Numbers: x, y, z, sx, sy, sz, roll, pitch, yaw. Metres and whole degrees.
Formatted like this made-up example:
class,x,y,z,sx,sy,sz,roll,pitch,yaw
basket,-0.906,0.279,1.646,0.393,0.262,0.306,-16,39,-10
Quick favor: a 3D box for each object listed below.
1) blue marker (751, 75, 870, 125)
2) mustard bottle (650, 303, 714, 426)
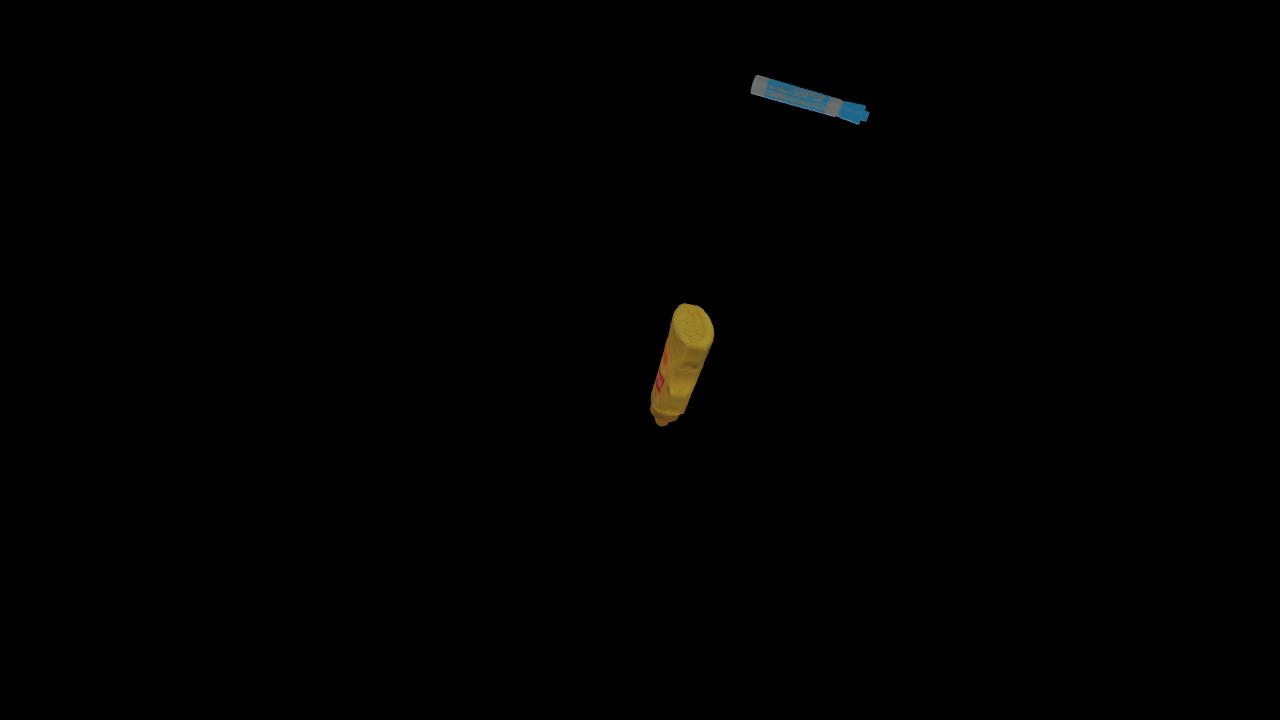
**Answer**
class,x,y,z,sx,sy,sz,roll,pitch,yaw
blue marker,0.173,-0.264,0.625,0.121,0.020,0.020,21,5,12
mustard bottle,0.049,0.022,0.821,0.054,0.184,0.092,4,42,-13
